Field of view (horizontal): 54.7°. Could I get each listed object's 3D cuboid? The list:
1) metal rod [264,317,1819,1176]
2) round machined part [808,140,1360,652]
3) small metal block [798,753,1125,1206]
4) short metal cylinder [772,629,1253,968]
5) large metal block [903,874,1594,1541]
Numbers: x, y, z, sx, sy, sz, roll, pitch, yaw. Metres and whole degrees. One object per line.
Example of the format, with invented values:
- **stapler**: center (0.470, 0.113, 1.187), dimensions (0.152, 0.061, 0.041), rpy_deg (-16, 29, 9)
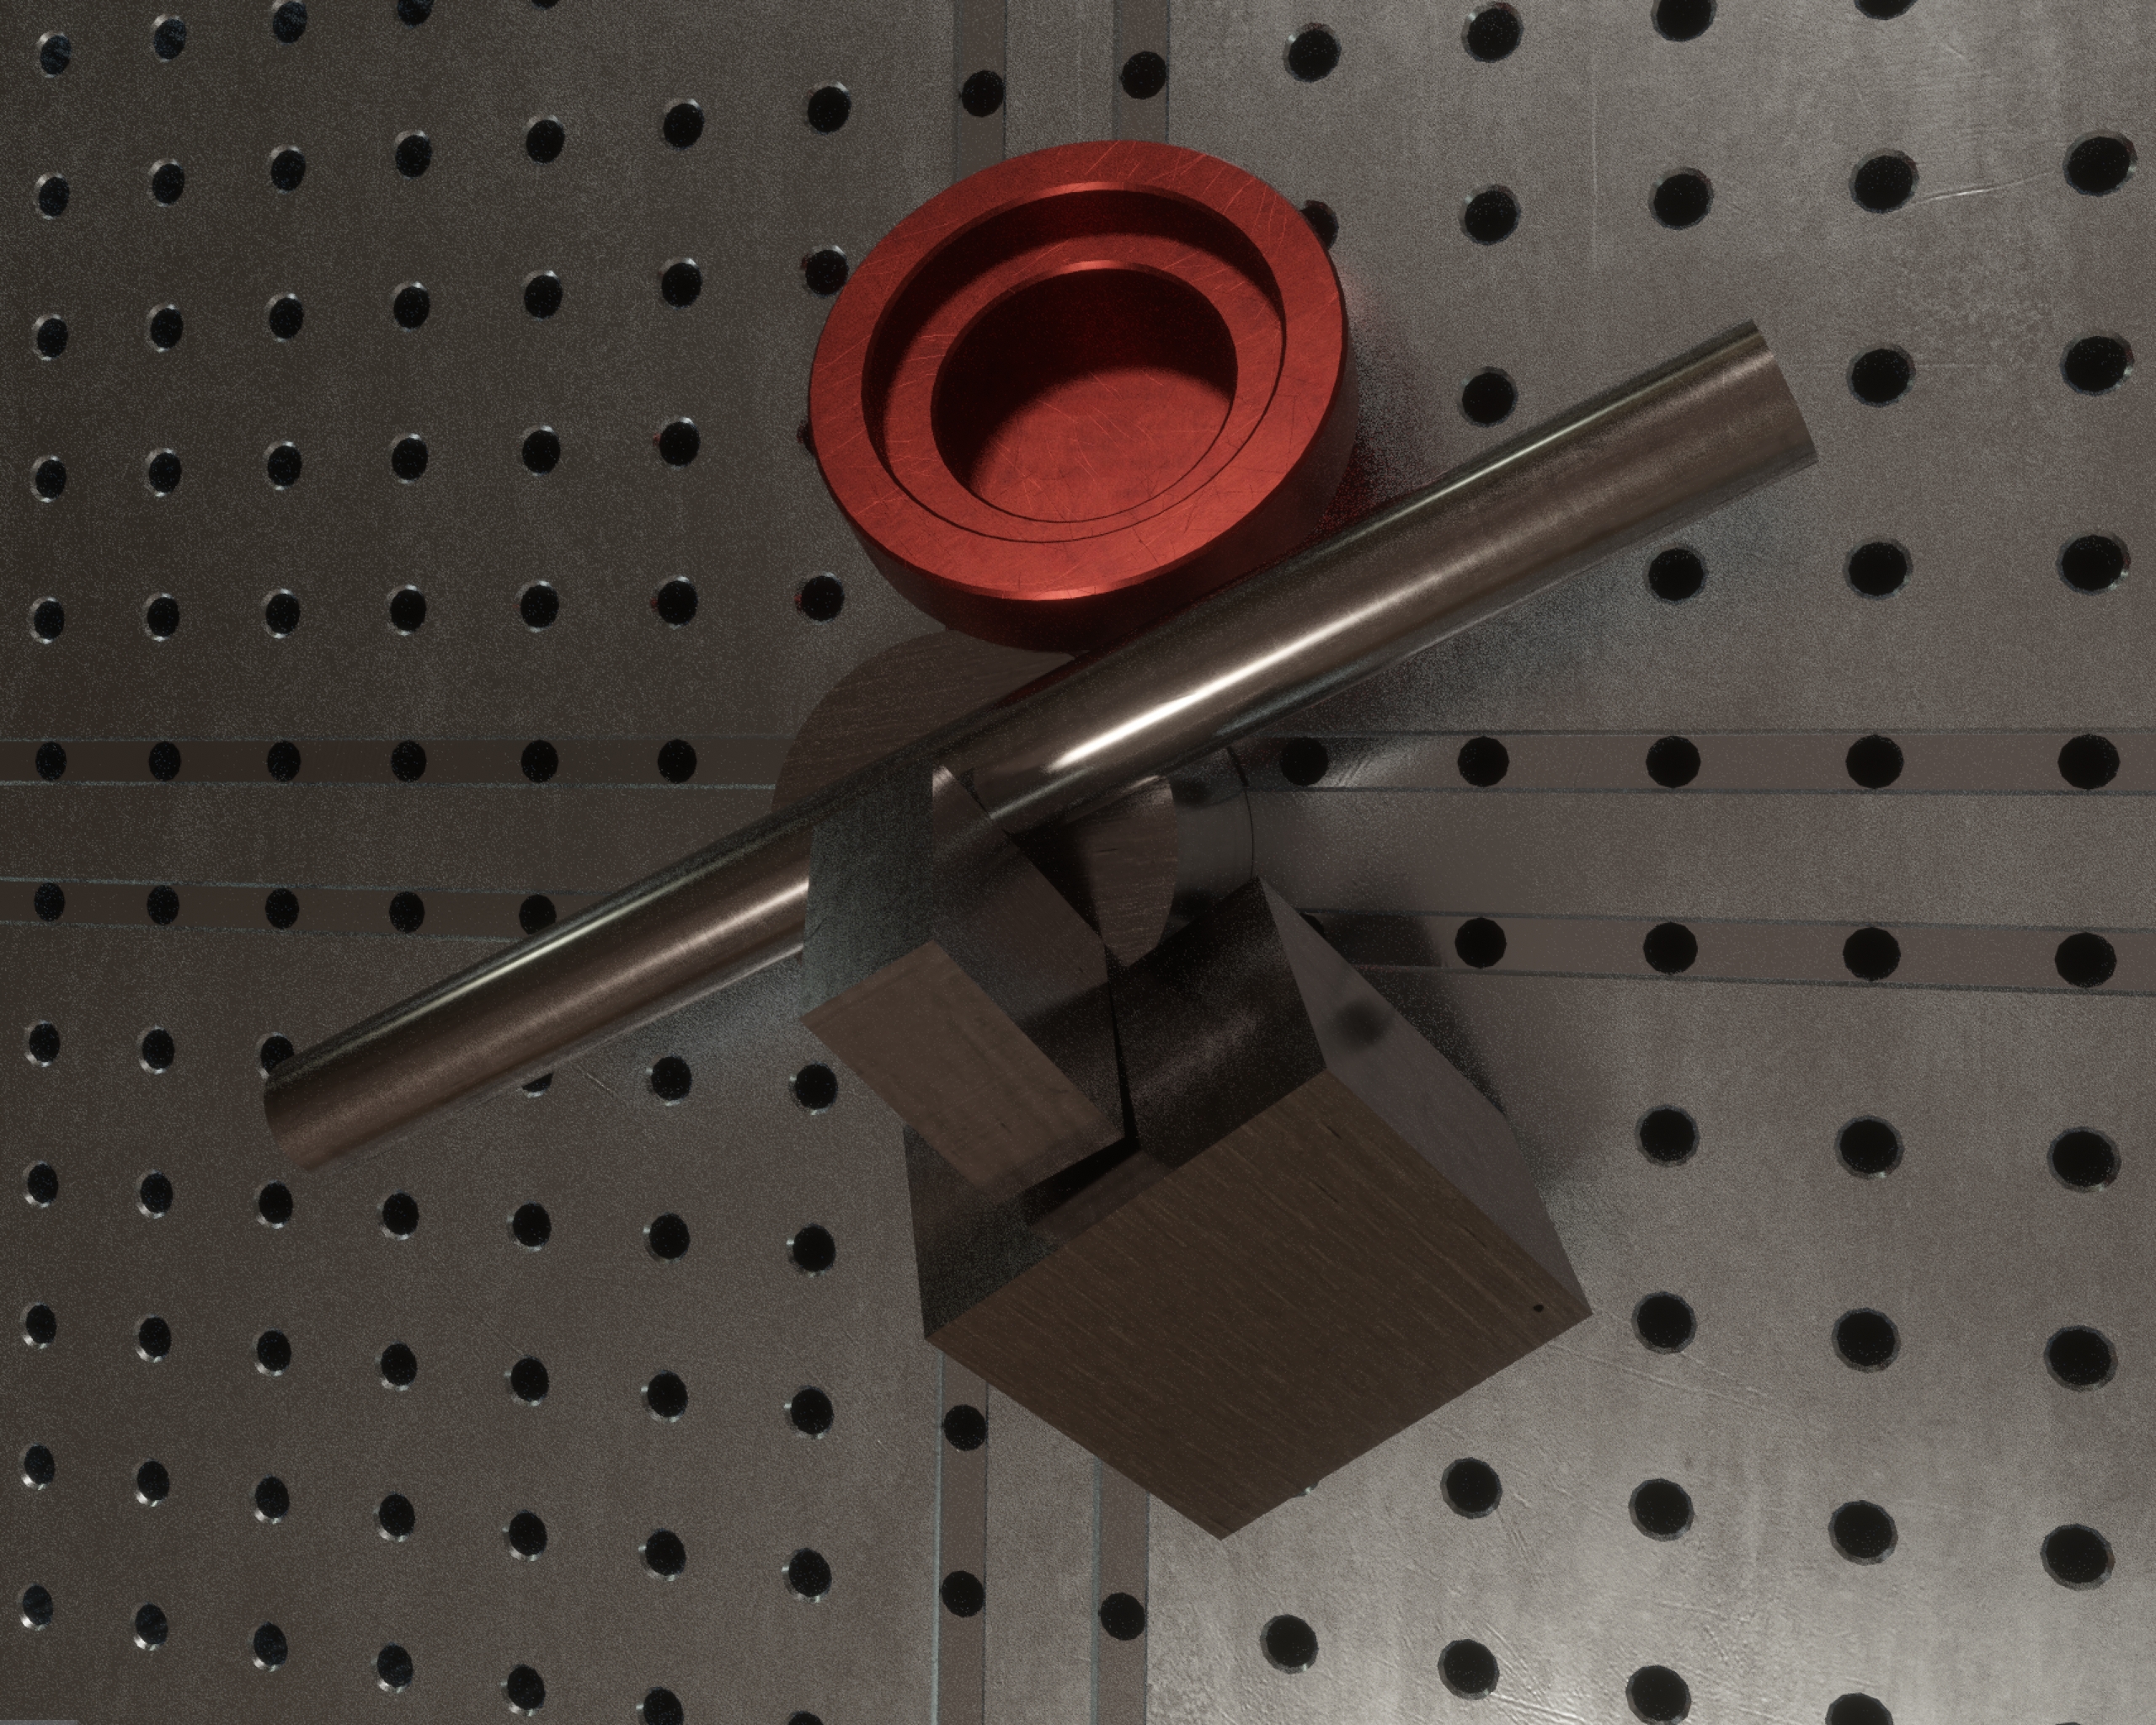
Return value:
- **metal rod**: center (-0.021, -0.011, 0.365), dimensions (0.300, 0.025, 0.025), rpy_deg (-25, 82, 17)
- **round machined part**: center (0.003, -0.082, 0.389), dimensions (0.098, 0.042, 0.098), rpy_deg (-5, 67, 11)
- **small metal block**: center (-0.019, 0.019, 0.340), dimensions (0.025, 0.050, 0.050), rpy_deg (-31, 122, 17)
- **short metal cylinder**: center (-0.012, -0.003, 0.402), dimensions (0.080, 0.050, 0.079), rpy_deg (0, 90, 19)
- **large metal block**: center (0.028, 0.062, 0.364), dimensions (0.080, 0.050, 0.080), rpy_deg (-37, 123, 16)
